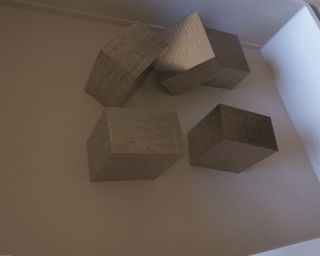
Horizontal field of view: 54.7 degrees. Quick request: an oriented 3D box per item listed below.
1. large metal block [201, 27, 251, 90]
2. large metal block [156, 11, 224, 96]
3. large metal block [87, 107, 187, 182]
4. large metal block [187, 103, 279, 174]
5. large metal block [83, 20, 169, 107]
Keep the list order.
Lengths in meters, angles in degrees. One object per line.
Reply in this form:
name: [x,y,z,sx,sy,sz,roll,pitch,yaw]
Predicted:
large metal block: [0.091,-0.114,0.511,0.081,0.050,0.080,4,60,-26]
large metal block: [0.036,-0.105,0.447,0.050,0.080,0.080,35,36,-60]
large metal block: [-0.030,0.021,0.343,0.081,0.080,0.050,3,61,-27]
large metal block: [0.093,0.018,0.412,0.081,0.080,0.050,12,57,-22]
large metal block: [-0.044,-0.077,0.395,0.050,0.080,0.080,39,51,-3]
